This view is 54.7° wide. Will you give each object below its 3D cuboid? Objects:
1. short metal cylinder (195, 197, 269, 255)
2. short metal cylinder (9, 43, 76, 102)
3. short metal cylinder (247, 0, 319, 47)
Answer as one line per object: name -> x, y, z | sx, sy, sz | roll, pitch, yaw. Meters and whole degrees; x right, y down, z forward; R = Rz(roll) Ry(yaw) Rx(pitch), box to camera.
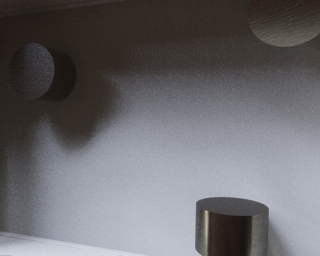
short metal cylinder -> 0.081, 0.113, 0.353 | 0.080, 0.080, 0.050 | 2, 91, 20
short metal cylinder -> -0.173, -0.080, 0.458 | 0.080, 0.050, 0.080 | 0, 90, 20
short metal cylinder -> 0.136, -0.134, 0.327 | 0.080, 0.080, 0.050 | 3, 47, 20
